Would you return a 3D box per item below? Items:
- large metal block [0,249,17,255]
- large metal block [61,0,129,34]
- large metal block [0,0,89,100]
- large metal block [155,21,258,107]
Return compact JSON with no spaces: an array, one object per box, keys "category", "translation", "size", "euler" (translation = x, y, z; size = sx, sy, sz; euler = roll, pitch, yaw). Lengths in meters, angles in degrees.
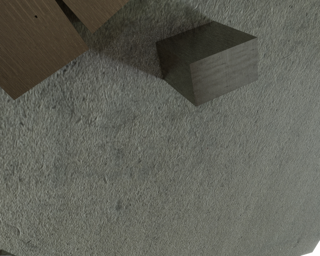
[{"category":"large metal block","translation":[-0.210,0.221,0.413],"size":[0.080,0.050,0.080],"euler":[-40,129,-2]},{"category":"large metal block","translation":[-0.062,-0.144,0.267],"size":[0.080,0.050,0.080],"euler":[-42,130,1]},{"category":"large metal block","translation":[-0.124,-0.086,0.270],"size":[0.080,0.050,0.080],"euler":[-36,129,-4]},{"category":"large metal block","translation":[0.052,-0.077,0.352],"size":[0.081,0.080,0.050],"euler":[-24,127,-14]}]
